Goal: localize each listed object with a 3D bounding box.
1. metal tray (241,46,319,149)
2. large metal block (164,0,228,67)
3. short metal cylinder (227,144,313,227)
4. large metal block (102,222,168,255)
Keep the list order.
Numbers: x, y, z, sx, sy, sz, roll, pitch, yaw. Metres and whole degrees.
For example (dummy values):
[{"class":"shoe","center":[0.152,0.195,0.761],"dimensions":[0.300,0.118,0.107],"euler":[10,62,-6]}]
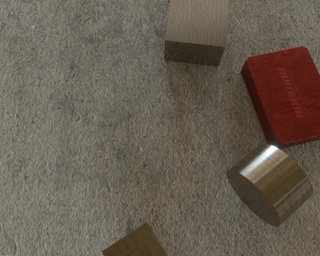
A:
[{"class":"metal tray","center":[0.176,-0.043,0.423],"dimensions":[0.091,0.030,0.130],"euler":[-12,71,-5]},{"class":"large metal block","center":[0.051,-0.140,0.447],"dimensions":[0.080,0.050,0.080],"euler":[7,70,2]},{"class":"short metal cylinder","center":[0.124,0.065,0.356],"dimensions":[0.050,0.080,0.080],"euler":[-37,74,-12]},{"class":"large metal block","center":[-0.012,0.150,0.324],"dimensions":[0.050,0.080,0.080],"euler":[-31,73,-11]}]
